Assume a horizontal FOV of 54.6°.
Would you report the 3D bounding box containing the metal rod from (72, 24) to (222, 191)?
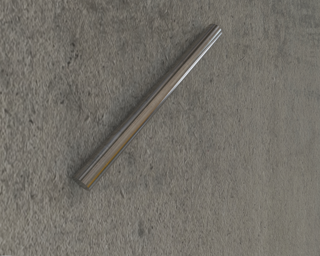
[{"bbox_3d":[-0.001,-0.044,0.402,0.301,0.025,0.025,-51,120,-28],"label":"metal rod"}]
